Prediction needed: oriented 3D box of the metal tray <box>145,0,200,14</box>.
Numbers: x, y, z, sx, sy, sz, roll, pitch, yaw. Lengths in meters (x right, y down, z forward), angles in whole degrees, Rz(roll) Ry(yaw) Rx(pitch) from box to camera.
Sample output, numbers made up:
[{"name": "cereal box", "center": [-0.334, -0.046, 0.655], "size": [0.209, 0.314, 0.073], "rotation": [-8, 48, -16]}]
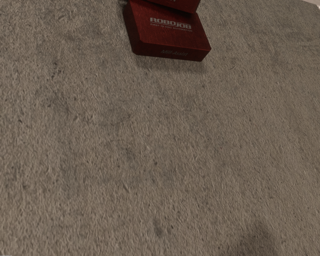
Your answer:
[{"name": "metal tray", "center": [-0.003, -0.241, 0.525], "size": [0.131, 0.030, 0.090], "rotation": [8, 40, -20]}]

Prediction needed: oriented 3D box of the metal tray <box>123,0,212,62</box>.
[{"name": "metal tray", "center": [0.012, -0.158, 0.505], "size": [0.131, 0.030, 0.090], "rotation": [-1, 62, -29]}]
